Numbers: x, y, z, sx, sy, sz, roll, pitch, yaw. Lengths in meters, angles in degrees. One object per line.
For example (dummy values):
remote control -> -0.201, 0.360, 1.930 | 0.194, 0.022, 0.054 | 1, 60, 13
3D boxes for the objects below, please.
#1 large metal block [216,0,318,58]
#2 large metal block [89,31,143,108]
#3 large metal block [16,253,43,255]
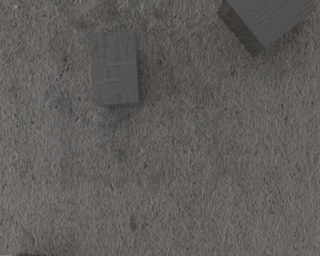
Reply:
large metal block -> 0.134, -0.152, 0.398 | 0.080, 0.050, 0.080 | -39, 90, 0
large metal block -> -0.051, -0.067, 0.382 | 0.050, 0.080, 0.080 | -3, 90, 0
large metal block -> -0.157, 0.214, 0.396 | 0.080, 0.050, 0.080 | 7, 90, 0
